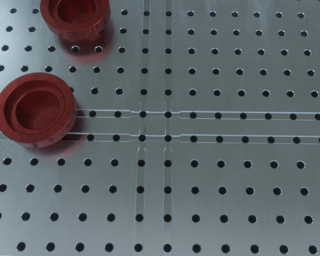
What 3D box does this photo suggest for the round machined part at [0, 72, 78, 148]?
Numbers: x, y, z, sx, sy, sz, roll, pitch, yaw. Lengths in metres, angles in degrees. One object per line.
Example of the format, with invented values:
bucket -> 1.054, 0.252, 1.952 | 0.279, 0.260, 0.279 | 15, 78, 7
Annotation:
round machined part -> -0.158, -0.020, 0.408 | 0.099, 0.042, 0.098 | 0, 70, -1

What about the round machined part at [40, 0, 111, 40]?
round machined part -> -0.123, -0.172, 0.464 | 0.099, 0.042, 0.098 | 0, 70, -1
